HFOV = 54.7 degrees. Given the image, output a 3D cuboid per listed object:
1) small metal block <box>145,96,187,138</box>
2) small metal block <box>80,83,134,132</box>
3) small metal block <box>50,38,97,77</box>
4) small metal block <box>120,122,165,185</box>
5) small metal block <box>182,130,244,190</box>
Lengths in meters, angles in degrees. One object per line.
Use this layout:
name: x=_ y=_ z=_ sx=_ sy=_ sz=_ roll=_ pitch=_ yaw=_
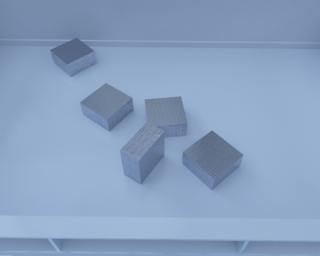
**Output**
small metal block: x=0.007 y=-0.014 z=0.417 sx=0.050 sy=0.025 sz=0.050 roll=-5 pitch=50 yaw=-4
small metal block: x=-0.073 y=-0.030 z=0.429 sx=0.050 sy=0.025 sz=0.050 roll=31 pitch=56 yaw=23
small metal block: x=-0.139 y=-0.115 z=0.501 sx=0.050 sy=0.025 sz=0.050 roll=-36 pitch=59 yaw=-26
small metal block: x=-0.019 y=0.030 z=0.364 sx=0.025 sy=0.050 sz=0.050 roll=27 pitch=55 yaw=21
small metal block: x=0.063 y=0.038 z=0.374 sx=0.050 sy=0.025 sz=0.050 roll=-34 pitch=58 yaw=-25
